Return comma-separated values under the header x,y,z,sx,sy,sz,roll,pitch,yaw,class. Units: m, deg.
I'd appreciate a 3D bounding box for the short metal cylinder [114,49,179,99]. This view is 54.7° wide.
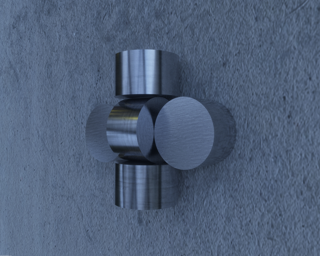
x,y,z,sx,sy,sz,roll,pitch,yaw,class
-0.017,-0.063,0.385,0.080,0.081,0.050,0,90,40,short metal cylinder

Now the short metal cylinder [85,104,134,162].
x,y,z,sx,sy,sz,roll,pitch,yaw,class
-0.060,0.007,0.440,0.080,0.050,0.080,0,90,39,short metal cylinder

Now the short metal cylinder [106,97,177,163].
x,y,z,sx,sy,sz,roll,pitch,yaw,class
-0.019,0.002,0.387,0.050,0.081,0.080,1,91,40,short metal cylinder

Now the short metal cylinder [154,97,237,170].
x,y,z,sx,sy,sz,roll,pitch,yaw,class
0.040,0.005,0.357,0.080,0.050,0.080,0,91,40,short metal cylinder

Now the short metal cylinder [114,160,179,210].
x,y,z,sx,sy,sz,roll,pitch,yaw,class
-0.017,0.067,0.386,0.080,0.081,0.050,0,90,40,short metal cylinder
